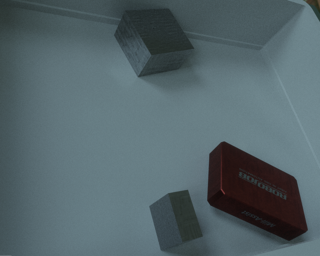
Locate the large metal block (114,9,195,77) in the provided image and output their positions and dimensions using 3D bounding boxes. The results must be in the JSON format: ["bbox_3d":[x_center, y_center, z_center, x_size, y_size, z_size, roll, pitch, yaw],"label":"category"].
[{"bbox_3d":[-0.009,-0.129,0.465,0.081,0.050,0.080,-18,72,-35],"label":"large metal block"}]

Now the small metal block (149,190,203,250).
[{"bbox_3d":[0.016,0.101,0.338,0.025,0.050,0.050,-3,63,-30],"label":"small metal block"}]

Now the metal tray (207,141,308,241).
[{"bbox_3d":[0.127,0.082,0.412,0.131,0.030,0.090,26,40,-12],"label":"metal tray"}]
